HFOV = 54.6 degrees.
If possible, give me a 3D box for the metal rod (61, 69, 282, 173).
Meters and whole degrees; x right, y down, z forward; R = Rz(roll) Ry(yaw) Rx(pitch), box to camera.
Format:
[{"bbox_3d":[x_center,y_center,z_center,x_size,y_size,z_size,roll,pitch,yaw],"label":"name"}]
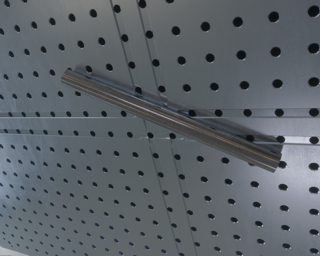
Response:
[{"bbox_3d":[0.003,-0.015,0.400,0.301,0.025,0.025,23,127,14],"label":"metal rod"}]
